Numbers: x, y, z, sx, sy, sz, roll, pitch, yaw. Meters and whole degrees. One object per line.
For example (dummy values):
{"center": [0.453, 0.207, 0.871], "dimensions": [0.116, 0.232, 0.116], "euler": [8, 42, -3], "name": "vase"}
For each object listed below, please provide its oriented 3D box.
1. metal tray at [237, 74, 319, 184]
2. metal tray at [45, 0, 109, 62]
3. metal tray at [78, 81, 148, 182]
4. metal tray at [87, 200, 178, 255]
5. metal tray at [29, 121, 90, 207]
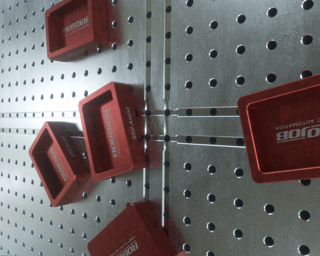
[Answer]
{"center": [0.144, -0.001, 0.286], "dimensions": [0.130, 0.030, 0.090], "euler": [-15, 80, 38], "name": "metal tray"}
{"center": [-0.143, -0.171, 0.521], "dimensions": [0.130, 0.030, 0.089], "euler": [-7, 85, 39], "name": "metal tray"}
{"center": [-0.074, 0.007, 0.464], "dimensions": [0.090, 0.030, 0.129], "euler": [-23, 76, 37], "name": "metal tray"}
{"center": [-0.044, 0.174, 0.441], "dimensions": [0.129, 0.030, 0.090], "euler": [-47, 63, 29], "name": "metal tray"}
{"center": [-0.184, 0.062, 0.554], "dimensions": [0.090, 0.030, 0.130], "euler": [-50, 61, 28], "name": "metal tray"}
